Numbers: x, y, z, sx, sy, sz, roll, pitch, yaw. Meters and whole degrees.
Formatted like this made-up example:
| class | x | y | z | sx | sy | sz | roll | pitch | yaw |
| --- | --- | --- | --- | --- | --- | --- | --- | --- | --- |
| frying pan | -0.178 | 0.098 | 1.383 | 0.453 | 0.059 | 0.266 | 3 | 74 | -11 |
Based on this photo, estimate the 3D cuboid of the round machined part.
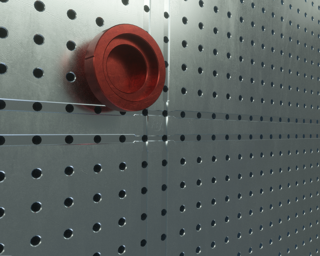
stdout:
| class | x | y | z | sx | sy | sz | roll | pitch | yaw |
| --- | --- | --- | --- | --- | --- | --- | --- | --- | --- |
| round machined part | -0.044 | -0.068 | 0.363 | 0.099 | 0.042 | 0.097 | 0 | 90 | -40 |
